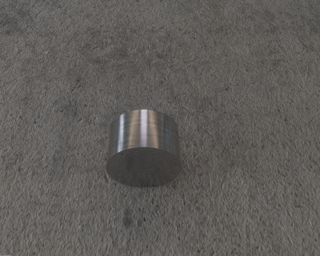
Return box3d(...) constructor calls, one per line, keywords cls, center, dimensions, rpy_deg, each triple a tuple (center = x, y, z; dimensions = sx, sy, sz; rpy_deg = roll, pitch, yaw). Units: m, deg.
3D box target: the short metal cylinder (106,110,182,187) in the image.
box3d(cls="short metal cylinder", center=(-0.018, 0.025, 0.347), dimensions=(0.080, 0.080, 0.050), rpy_deg=(-1, 50, -1))
